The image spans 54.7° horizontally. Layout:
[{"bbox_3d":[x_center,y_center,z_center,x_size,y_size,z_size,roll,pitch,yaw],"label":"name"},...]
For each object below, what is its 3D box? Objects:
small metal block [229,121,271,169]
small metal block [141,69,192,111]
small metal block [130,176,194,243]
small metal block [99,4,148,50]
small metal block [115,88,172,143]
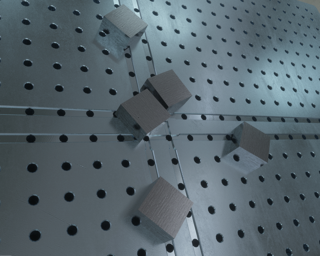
[{"bbox_3d":[0.137,0.026,0.469,0.050,0.025,0.050,30,52,-10],"label":"small metal block"},{"bbox_3d":[0.010,-0.052,0.447,0.050,0.025,0.050,-28,78,-38],"label":"small metal block"},{"bbox_3d":[0.003,0.093,0.354,0.050,0.025,0.050,39,51,-2],"label":"small metal block"},{"bbox_3d":[-0.055,-0.156,0.475,0.050,0.025,0.050,40,51,-2],"label":"small metal block"},{"bbox_3d":[-0.022,-0.017,0.408,0.050,0.025,0.050,49,51,5],"label":"small metal block"}]
